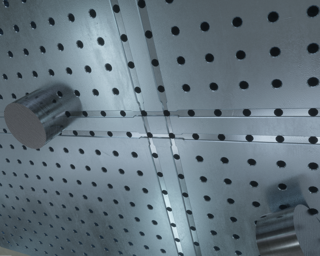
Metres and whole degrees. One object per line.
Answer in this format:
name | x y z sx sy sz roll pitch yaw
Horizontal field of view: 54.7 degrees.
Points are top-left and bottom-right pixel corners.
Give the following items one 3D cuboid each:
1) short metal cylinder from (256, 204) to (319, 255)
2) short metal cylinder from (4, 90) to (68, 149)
short metal cylinder | 0.162 0.139 0.376 0.050 0.080 0.080 -33 100 38
short metal cylinder | -0.195 -0.014 0.489 0.080 0.050 0.079 13 124 21
